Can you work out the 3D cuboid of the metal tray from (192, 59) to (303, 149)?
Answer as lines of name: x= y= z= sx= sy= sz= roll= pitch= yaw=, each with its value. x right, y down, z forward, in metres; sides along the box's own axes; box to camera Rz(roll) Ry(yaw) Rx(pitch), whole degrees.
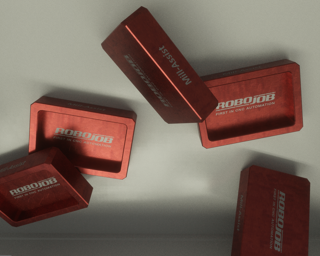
metal tray: x=0.111 y=-0.030 z=0.399 sx=0.131 sy=0.030 sz=0.089 roll=-11 pitch=110 yaw=3

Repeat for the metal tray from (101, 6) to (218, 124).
metal tray: x=-0.003 y=-0.062 z=0.352 sx=0.030 sy=0.090 sz=0.130 roll=-46 pitch=107 yaw=-18

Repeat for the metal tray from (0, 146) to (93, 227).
metal tray: x=-0.169 y=0.082 z=0.413 sx=0.130 sy=0.030 sz=0.090 roll=-19 pitch=124 yaw=17

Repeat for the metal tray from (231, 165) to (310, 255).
metal tray: x=0.150 y=0.123 z=0.415 sx=0.091 sy=0.030 sz=0.130 roll=15 pitch=69 yaw=-6

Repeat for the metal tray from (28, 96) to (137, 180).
metal tray: x=-0.102 y=0.014 z=0.412 sx=0.131 sy=0.030 sz=0.089 roll=10 pitch=110 yaw=-4
